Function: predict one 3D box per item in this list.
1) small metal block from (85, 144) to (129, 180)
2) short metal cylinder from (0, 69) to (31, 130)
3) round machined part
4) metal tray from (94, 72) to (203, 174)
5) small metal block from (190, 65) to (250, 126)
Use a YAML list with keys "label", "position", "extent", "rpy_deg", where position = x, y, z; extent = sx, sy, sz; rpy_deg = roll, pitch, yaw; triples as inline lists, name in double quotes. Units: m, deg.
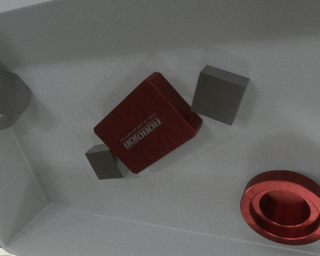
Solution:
- label: "small metal block"
  position: [-0.080, 0.051, 0.481]
  extent: [0.050, 0.025, 0.050]
  rpy_deg: [-10, 113, 32]
- label: "short metal cylinder"
  position: [-0.249, -0.043, 0.474]
  extent: [0.050, 0.080, 0.080]
  rpy_deg: [-34, 99, 38]
- label: "round machined part"
  position: [0.151, 0.090, 0.374]
  extent: [0.098, 0.042, 0.097]
  rpy_deg: [13, 124, 20]
- label: "metal tray"
  position: [-0.020, -0.002, 0.414]
  extent: [0.090, 0.030, 0.129]
  rpy_deg: [48, 128, -6]
- label: "small metal block"
  position: [0.067, -0.037, 0.350]
  extent: [0.050, 0.025, 0.050]
  rpy_deg: [22, 127, 14]
